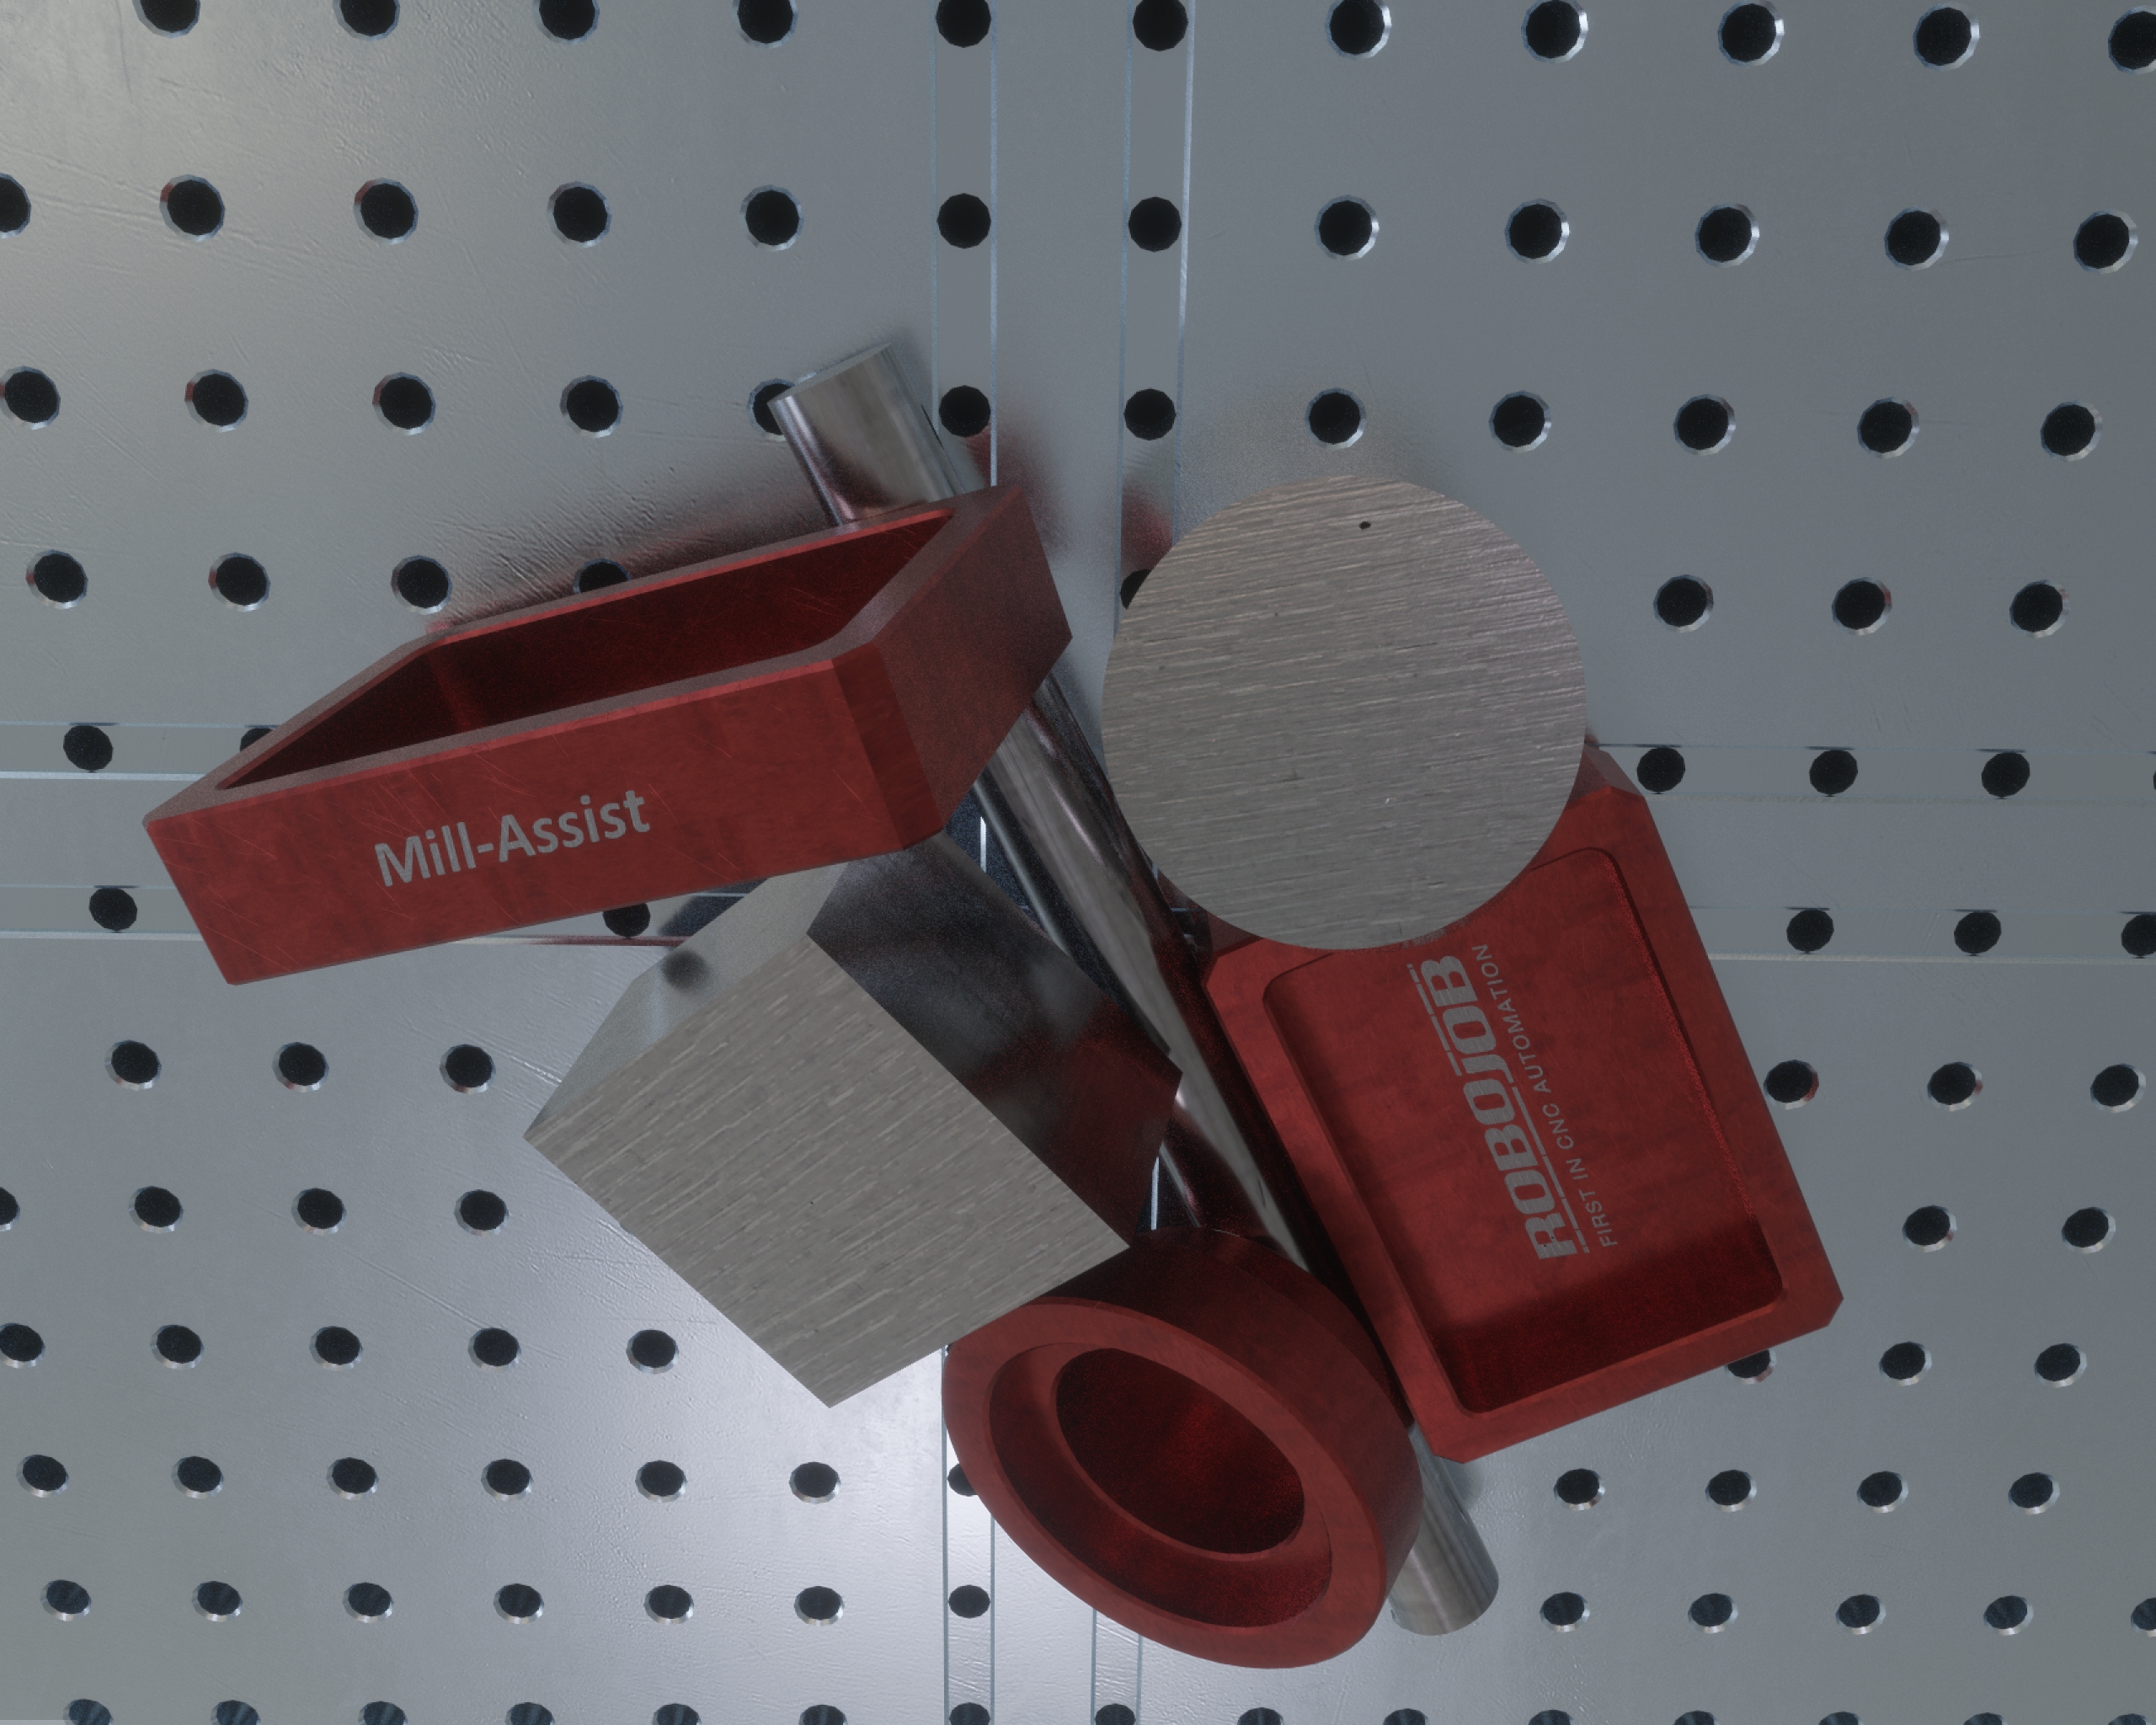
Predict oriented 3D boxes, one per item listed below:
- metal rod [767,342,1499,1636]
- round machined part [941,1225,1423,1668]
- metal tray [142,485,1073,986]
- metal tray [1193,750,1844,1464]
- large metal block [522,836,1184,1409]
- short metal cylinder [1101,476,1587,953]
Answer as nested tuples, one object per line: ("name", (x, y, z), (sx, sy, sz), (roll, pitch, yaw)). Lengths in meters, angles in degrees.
("metal rod", (0.019, 0.038, 0.423), (0.025, 0.025, 0.299), (-24, 109, 8))
("round machined part", (0.025, 0.114, 0.427), (0.098, 0.042, 0.097), (17, 129, 23))
("metal tray", (-0.075, -0.023, 0.350), (0.130, 0.090, 0.030), (-11, 112, 19))
("metal tray", (0.090, 0.051, 0.427), (0.090, 0.030, 0.129), (-24, 109, 8))
("large metal block", (-0.041, 0.045, 0.393), (0.080, 0.050, 0.080), (-34, 108, 30))
("short metal cylinder", (0.048, -0.024, 0.372), (0.080, 0.050, 0.080), (-1, 86, 11))
